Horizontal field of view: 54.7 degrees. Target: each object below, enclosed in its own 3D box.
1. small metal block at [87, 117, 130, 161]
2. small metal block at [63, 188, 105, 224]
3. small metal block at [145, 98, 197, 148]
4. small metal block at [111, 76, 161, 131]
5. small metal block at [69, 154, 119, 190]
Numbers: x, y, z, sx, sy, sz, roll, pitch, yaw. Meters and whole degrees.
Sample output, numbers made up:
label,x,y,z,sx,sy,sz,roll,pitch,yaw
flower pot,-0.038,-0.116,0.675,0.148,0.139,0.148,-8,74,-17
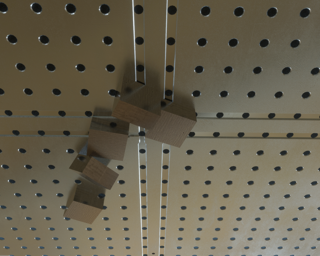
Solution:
label,x,y,z,sx,sy,sz,roll,pitch,yaw
small metal block,-0.071,0.016,0.424,0.050,0.025,0.050,9,130,-9
small metal block,-0.128,0.133,0.523,0.050,0.025,0.050,23,126,-19
small metal block,0.013,-0.006,0.407,0.050,0.025,0.050,18,128,-15
small metal block,-0.027,-0.030,0.370,0.050,0.050,0.025,21,127,-17
small metal block,-0.096,0.063,0.447,0.050,0.025,0.050,40,158,-29
